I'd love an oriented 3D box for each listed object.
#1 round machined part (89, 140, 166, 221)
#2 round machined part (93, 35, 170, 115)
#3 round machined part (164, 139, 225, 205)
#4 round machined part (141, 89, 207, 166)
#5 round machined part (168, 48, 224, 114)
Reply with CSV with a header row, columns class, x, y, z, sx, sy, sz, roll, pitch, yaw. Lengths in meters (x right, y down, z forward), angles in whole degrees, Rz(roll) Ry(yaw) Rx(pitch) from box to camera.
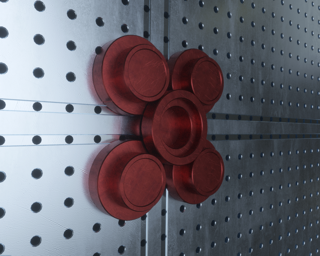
class,x,y,z,sx,sy,sz,roll,pitch,yaw
round machined part,-0.031,0.063,0.374,0.099,0.042,0.097,0,90,-40
round machined part,-0.027,-0.064,0.376,0.099,0.042,0.097,0,90,-40
round machined part,0.055,0.061,0.446,0.099,0.042,0.097,0,90,-40
round machined part,0.015,-0.001,0.410,0.099,0.042,0.097,0,90,-40
round machined part,0.054,-0.065,0.445,0.099,0.042,0.097,0,90,-40
